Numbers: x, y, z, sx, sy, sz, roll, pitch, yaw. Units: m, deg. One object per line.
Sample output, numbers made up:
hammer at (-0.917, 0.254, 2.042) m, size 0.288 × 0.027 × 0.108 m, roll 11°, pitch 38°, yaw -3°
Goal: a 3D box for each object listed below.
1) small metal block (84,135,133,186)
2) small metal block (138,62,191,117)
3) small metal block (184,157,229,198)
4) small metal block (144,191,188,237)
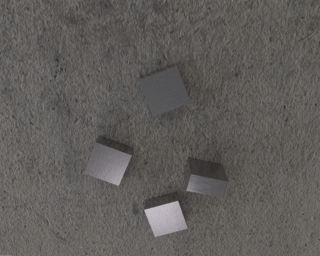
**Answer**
small metal block at (-0.070, 0.045, 0.425) m, size 0.050 × 0.025 × 0.050 m, roll 22°, pitch 109°, yaw -8°
small metal block at (0.006, -0.049, 0.392) m, size 0.050 × 0.025 × 0.050 m, roll -20°, pitch 109°, yaw 7°
small metal block at (0.061, 0.066, 0.421) m, size 0.050 × 0.050 × 0.025 m, roll 12°, pitch 110°, yaw -5°
small metal block at (0.009, 0.127, 0.457) m, size 0.050 × 0.025 × 0.050 m, roll -17°, pitch 109°, yaw 6°
